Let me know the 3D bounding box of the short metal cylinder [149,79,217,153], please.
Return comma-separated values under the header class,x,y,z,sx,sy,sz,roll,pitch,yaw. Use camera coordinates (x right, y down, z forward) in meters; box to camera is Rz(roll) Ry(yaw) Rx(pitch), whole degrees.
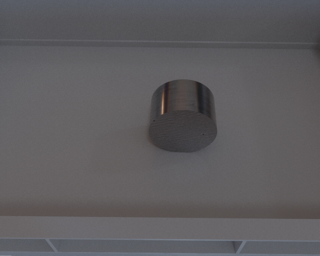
class,x,y,z,sx,sy,sz,roll,pitch,yaw
short metal cylinder,0.028,-0.013,0.381,0.081,0.080,0.050,2,50,1
